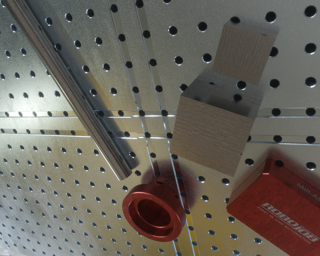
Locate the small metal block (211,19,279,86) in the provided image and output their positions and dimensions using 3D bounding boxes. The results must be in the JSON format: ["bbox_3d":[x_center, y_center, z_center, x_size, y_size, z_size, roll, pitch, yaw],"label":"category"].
[{"bbox_3d":[0.086,-0.078,0.317,0.050,0.025,0.050,21,126,15],"label":"small metal block"}]

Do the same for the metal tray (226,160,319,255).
[{"bbox_3d":[0.163,0.109,0.390,0.130,0.030,0.089,34,129,5],"label":"metal tray"}]

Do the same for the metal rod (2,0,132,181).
[{"bbox_3d":[-0.125,-0.051,0.443,0.025,0.025,0.299,-18,109,35],"label":"metal rod"}]

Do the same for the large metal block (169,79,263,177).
[{"bbox_3d":[0.063,-0.001,0.360,0.080,0.050,0.079,20,126,15],"label":"large metal block"}]

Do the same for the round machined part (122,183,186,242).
[{"bbox_3d":[-0.005,0.125,0.479,0.098,0.042,0.097,13,124,20],"label":"round machined part"}]
